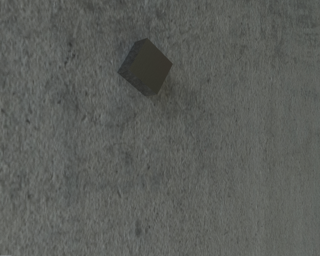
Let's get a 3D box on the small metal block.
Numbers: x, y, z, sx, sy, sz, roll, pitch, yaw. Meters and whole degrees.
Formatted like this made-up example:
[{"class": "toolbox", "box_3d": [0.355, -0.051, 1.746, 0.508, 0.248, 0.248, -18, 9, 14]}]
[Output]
[{"class": "small metal block", "box_3d": [-0.018, -0.076, 0.392, 0.050, 0.025, 0.050, 39, 66, -33]}]
